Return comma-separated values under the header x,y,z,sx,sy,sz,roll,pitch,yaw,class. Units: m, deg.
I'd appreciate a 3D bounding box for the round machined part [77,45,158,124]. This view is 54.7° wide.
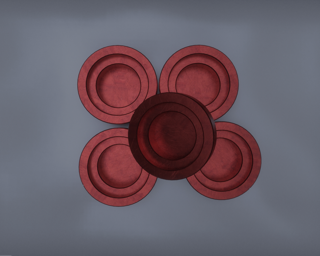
x,y,z,sx,sy,sz,roll,pitch,yaw,class
-0.052,-0.053,0.400,0.099,0.042,0.097,0,90,-1,round machined part

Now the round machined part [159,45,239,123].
x,y,z,sx,sy,sz,roll,pitch,yaw,class
0.048,-0.054,0.402,0.099,0.042,0.097,0,90,-1,round machined part

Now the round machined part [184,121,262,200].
x,y,z,sx,sy,sz,roll,pitch,yaw,class
0.076,0.040,0.402,0.099,0.042,0.097,0,90,-1,round machined part

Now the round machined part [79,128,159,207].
x,y,z,sx,sy,sz,roll,pitch,yaw,class
-0.051,0.048,0.401,0.099,0.042,0.097,0,90,-1,round machined part

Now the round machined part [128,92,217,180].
x,y,z,sx,sy,sz,roll,pitch,yaw,class
0.016,0.008,0.359,0.098,0.042,0.097,2,95,18,round machined part
